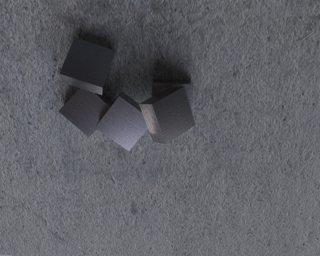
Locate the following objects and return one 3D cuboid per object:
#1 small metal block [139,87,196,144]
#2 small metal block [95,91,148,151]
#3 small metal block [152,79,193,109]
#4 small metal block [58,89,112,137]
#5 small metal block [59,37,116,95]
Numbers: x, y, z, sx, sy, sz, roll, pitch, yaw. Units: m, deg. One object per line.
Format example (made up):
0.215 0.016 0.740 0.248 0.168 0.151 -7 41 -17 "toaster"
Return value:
0.010 -0.016 0.365 0.050 0.025 0.050 -32 113 -31 "small metal block"
-0.043 -0.008 0.379 0.050 0.025 0.050 36 106 -13 "small metal block"
0.015 -0.035 0.398 0.050 0.025 0.050 2 110 -1 "small metal block"
-0.092 -0.025 0.400 0.050 0.025 0.050 -43 105 14 "small metal block"
-0.085 -0.073 0.370 0.050 0.025 0.050 18 72 -7 "small metal block"
